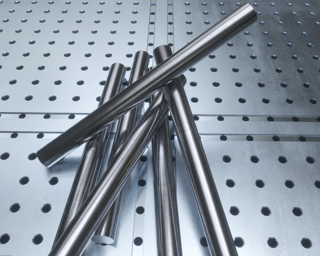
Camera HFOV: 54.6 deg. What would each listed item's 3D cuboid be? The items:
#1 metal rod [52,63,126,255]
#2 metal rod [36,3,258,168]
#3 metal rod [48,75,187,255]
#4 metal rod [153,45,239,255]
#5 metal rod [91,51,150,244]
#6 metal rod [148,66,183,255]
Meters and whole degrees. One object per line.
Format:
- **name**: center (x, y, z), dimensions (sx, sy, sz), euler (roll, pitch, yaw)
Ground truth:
- **metal rod**: center (-0.081, 0.022, 0.388), dimensions (0.025, 0.025, 0.300), euler (5, 50, 4)
- **metal rod**: center (-0.019, -0.048, 0.367), dimensions (0.300, 0.025, 0.025), euler (-35, 55, 4)
- **metal rod**: center (-0.038, 0.036, 0.343), dimensions (0.025, 0.025, 0.301), euler (20, 53, 16)
- **metal rod**: center (0.037, 0.028, 0.344), dimensions (0.025, 0.025, 0.299), euler (-10, 63, -9)
- **metal rod**: center (-0.044, -0.002, 0.408), dimensions (0.025, 0.025, 0.300), euler (4, 50, 4)
- **metal rod**: center (0.002, 0.028, 0.384), dimensions (0.025, 0.025, 0.300), euler (-3, 50, -2)
